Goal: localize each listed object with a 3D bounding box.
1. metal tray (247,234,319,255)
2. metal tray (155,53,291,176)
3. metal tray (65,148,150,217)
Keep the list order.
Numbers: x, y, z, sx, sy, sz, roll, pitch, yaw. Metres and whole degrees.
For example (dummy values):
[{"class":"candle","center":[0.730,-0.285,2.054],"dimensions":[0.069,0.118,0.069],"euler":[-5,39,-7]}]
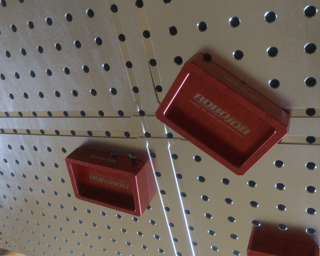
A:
[{"class":"metal tray","center":[0.179,0.218,0.448],"dimensions":[0.090,0.030,0.129],"euler":[1,119,27]},{"class":"metal tray","center":[0.069,-0.013,0.362],"dimensions":[0.130,0.030,0.089],"euler":[35,129,4]},{"class":"metal tray","center":[-0.085,0.087,0.504],"dimensions":[0.130,0.030,0.089],"euler":[9,123,23]}]
